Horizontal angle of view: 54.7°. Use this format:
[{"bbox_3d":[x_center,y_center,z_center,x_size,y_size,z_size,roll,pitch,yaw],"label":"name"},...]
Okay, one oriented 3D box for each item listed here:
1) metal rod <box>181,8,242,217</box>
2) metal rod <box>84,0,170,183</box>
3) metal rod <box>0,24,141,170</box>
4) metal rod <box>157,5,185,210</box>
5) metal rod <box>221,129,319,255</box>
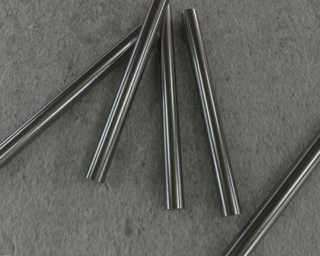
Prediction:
[{"bbox_3d":[0.065,-0.034,0.421,0.025,0.025,0.299,-7,70,-3],"label":"metal rod"},{"bbox_3d":[-0.036,-0.073,0.419,0.025,0.025,0.299,17,76,6],"label":"metal rod"},{"bbox_3d":[-0.126,-0.040,0.421,0.025,0.025,0.301,41,75,13],"label":"metal rod"},{"bbox_3d":[0.012,-0.042,0.423,0.025,0.025,0.299,-2,70,-1],"label":"metal rod"},{"bbox_3d":[0.170,0.061,0.387,0.025,0.025,0.301,41,75,13],"label":"metal rod"}]
